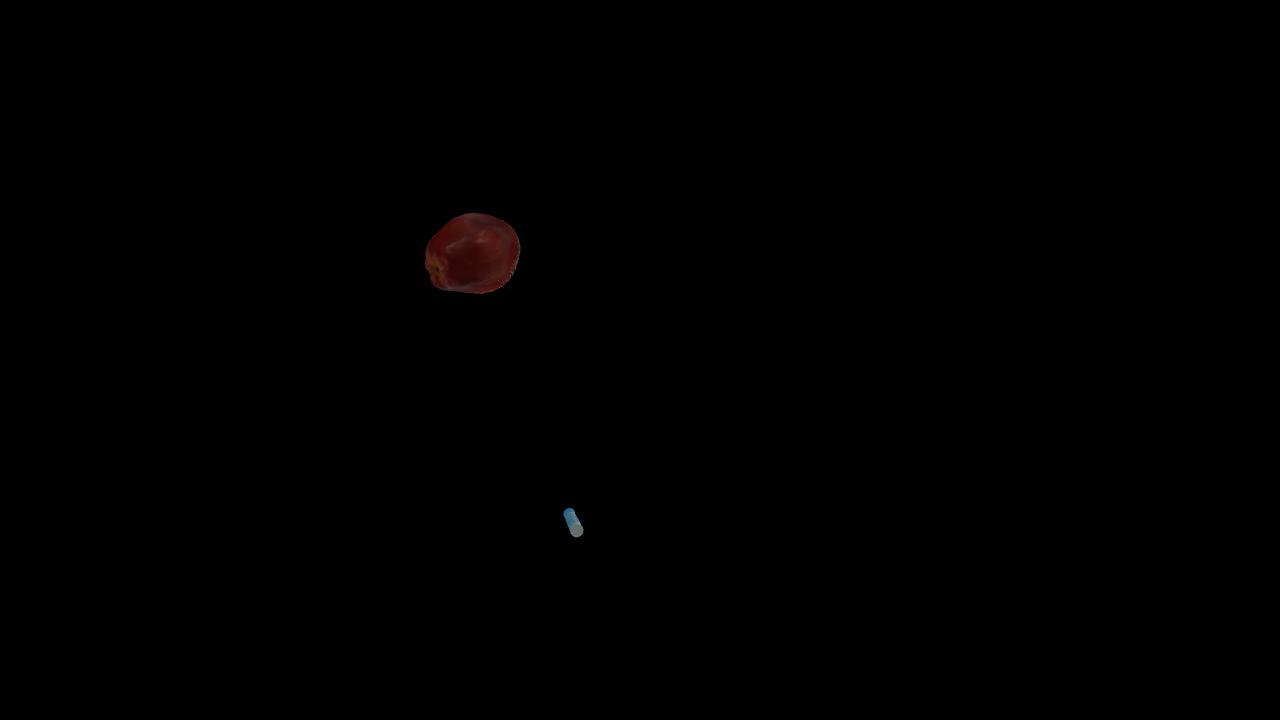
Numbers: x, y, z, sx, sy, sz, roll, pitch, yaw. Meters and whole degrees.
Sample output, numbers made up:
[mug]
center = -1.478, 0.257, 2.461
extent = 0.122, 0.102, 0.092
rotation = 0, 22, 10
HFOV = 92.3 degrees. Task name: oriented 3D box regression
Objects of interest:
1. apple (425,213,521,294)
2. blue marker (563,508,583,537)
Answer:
[apple]
center = -0.160, -0.103, 0.599
extent = 0.079, 0.079, 0.093
rotation = 0, 20, 46
[blue marker]
center = -0.102, 0.244, 0.930
extent = 0.020, 0.020, 0.121
rotation = 0, -2, -12
